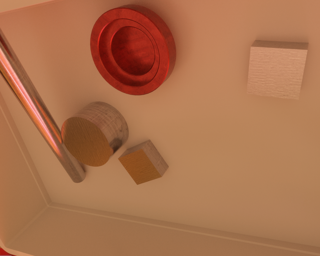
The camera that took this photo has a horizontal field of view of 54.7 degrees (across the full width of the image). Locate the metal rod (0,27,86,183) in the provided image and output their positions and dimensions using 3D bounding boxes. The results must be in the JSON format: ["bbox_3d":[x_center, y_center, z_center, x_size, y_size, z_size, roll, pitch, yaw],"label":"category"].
[{"bbox_3d":[-0.156,-0.008,0.417,0.025,0.025,0.299,16,146,19],"label":"metal rod"}]

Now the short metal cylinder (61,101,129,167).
[{"bbox_3d":[-0.092,0.008,0.444,0.080,0.050,0.079,13,124,20],"label":"short metal cylinder"}]

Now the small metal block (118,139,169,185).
[{"bbox_3d":[-0.024,0.051,0.451,0.050,0.025,0.050,-25,105,36],"label":"small metal block"}]

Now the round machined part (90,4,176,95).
[{"bbox_3d":[-0.027,-0.090,0.355,0.098,0.042,0.097,13,124,20],"label":"round machined part"}]

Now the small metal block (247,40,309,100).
[{"bbox_3d":[0.117,-0.059,0.310,0.050,0.025,0.050,10,123,22],"label":"small metal block"}]
